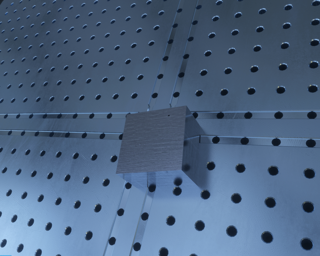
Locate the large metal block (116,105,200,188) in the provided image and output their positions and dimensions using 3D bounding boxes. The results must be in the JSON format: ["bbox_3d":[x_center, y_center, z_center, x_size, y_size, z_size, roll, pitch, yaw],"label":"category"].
[{"bbox_3d":[0.001,0.025,0.376,0.080,0.050,0.080,-7,59,24],"label":"large metal block"}]
